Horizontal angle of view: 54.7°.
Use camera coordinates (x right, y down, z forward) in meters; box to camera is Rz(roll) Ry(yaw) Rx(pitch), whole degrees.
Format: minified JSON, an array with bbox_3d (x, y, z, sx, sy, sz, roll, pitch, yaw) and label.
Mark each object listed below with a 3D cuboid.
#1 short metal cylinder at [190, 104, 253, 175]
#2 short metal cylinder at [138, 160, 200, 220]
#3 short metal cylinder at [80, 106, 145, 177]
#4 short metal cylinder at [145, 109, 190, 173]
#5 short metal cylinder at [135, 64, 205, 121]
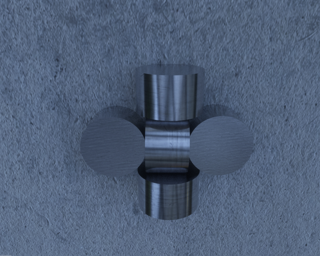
[{"bbox_3d":[0.074,0.014,0.403,0.081,0.050,0.079,0,111,0],"label":"short metal cylinder"},{"bbox_3d":[0.011,0.077,0.411,0.081,0.080,0.050,0,110,0],"label":"short metal cylinder"},{"bbox_3d":[-0.058,0.016,0.403,0.081,0.050,0.079,0,110,-1],"label":"short metal cylinder"},{"bbox_3d":[0.008,0.016,0.388,0.050,0.080,0.079,1,110,0],"label":"short metal cylinder"},{"bbox_3d":[0.012,-0.045,0.366,0.081,0.080,0.050,0,110,0],"label":"short metal cylinder"}]
